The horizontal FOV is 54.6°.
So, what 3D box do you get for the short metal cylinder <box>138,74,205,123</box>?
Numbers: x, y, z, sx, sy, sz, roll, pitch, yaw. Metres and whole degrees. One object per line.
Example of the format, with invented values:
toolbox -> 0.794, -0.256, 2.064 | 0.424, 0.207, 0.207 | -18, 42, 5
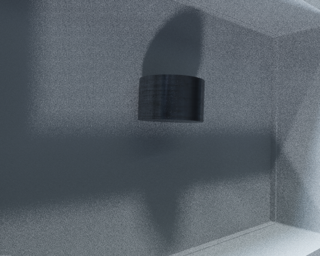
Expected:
short metal cylinder -> 0.014, -0.033, 0.381 | 0.081, 0.080, 0.050 | 3, 88, -40
